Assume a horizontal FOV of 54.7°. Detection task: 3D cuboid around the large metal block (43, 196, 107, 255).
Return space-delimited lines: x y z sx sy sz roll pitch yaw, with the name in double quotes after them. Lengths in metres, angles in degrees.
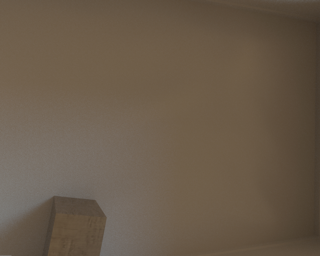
-0.099 0.126 0.345 0.050 0.080 0.080 11 86 -20 "large metal block"
